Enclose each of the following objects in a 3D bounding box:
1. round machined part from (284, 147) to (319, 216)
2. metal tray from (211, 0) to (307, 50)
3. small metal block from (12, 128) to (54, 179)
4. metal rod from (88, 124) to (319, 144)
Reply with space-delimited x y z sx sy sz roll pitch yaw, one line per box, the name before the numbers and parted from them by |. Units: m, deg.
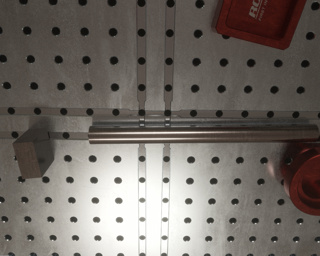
round machined part | 0.222 0.070 0.433 0.099 0.042 0.097 0 110 -1
metal tray | 0.121 -0.164 0.352 0.091 0.030 0.129 13 110 -5
small metal block | -0.166 0.032 0.410 0.025 0.050 0.050 -5 110 2
metal rod | 0.058 0.008 0.417 0.302 0.025 0.025 -1 110 -1
